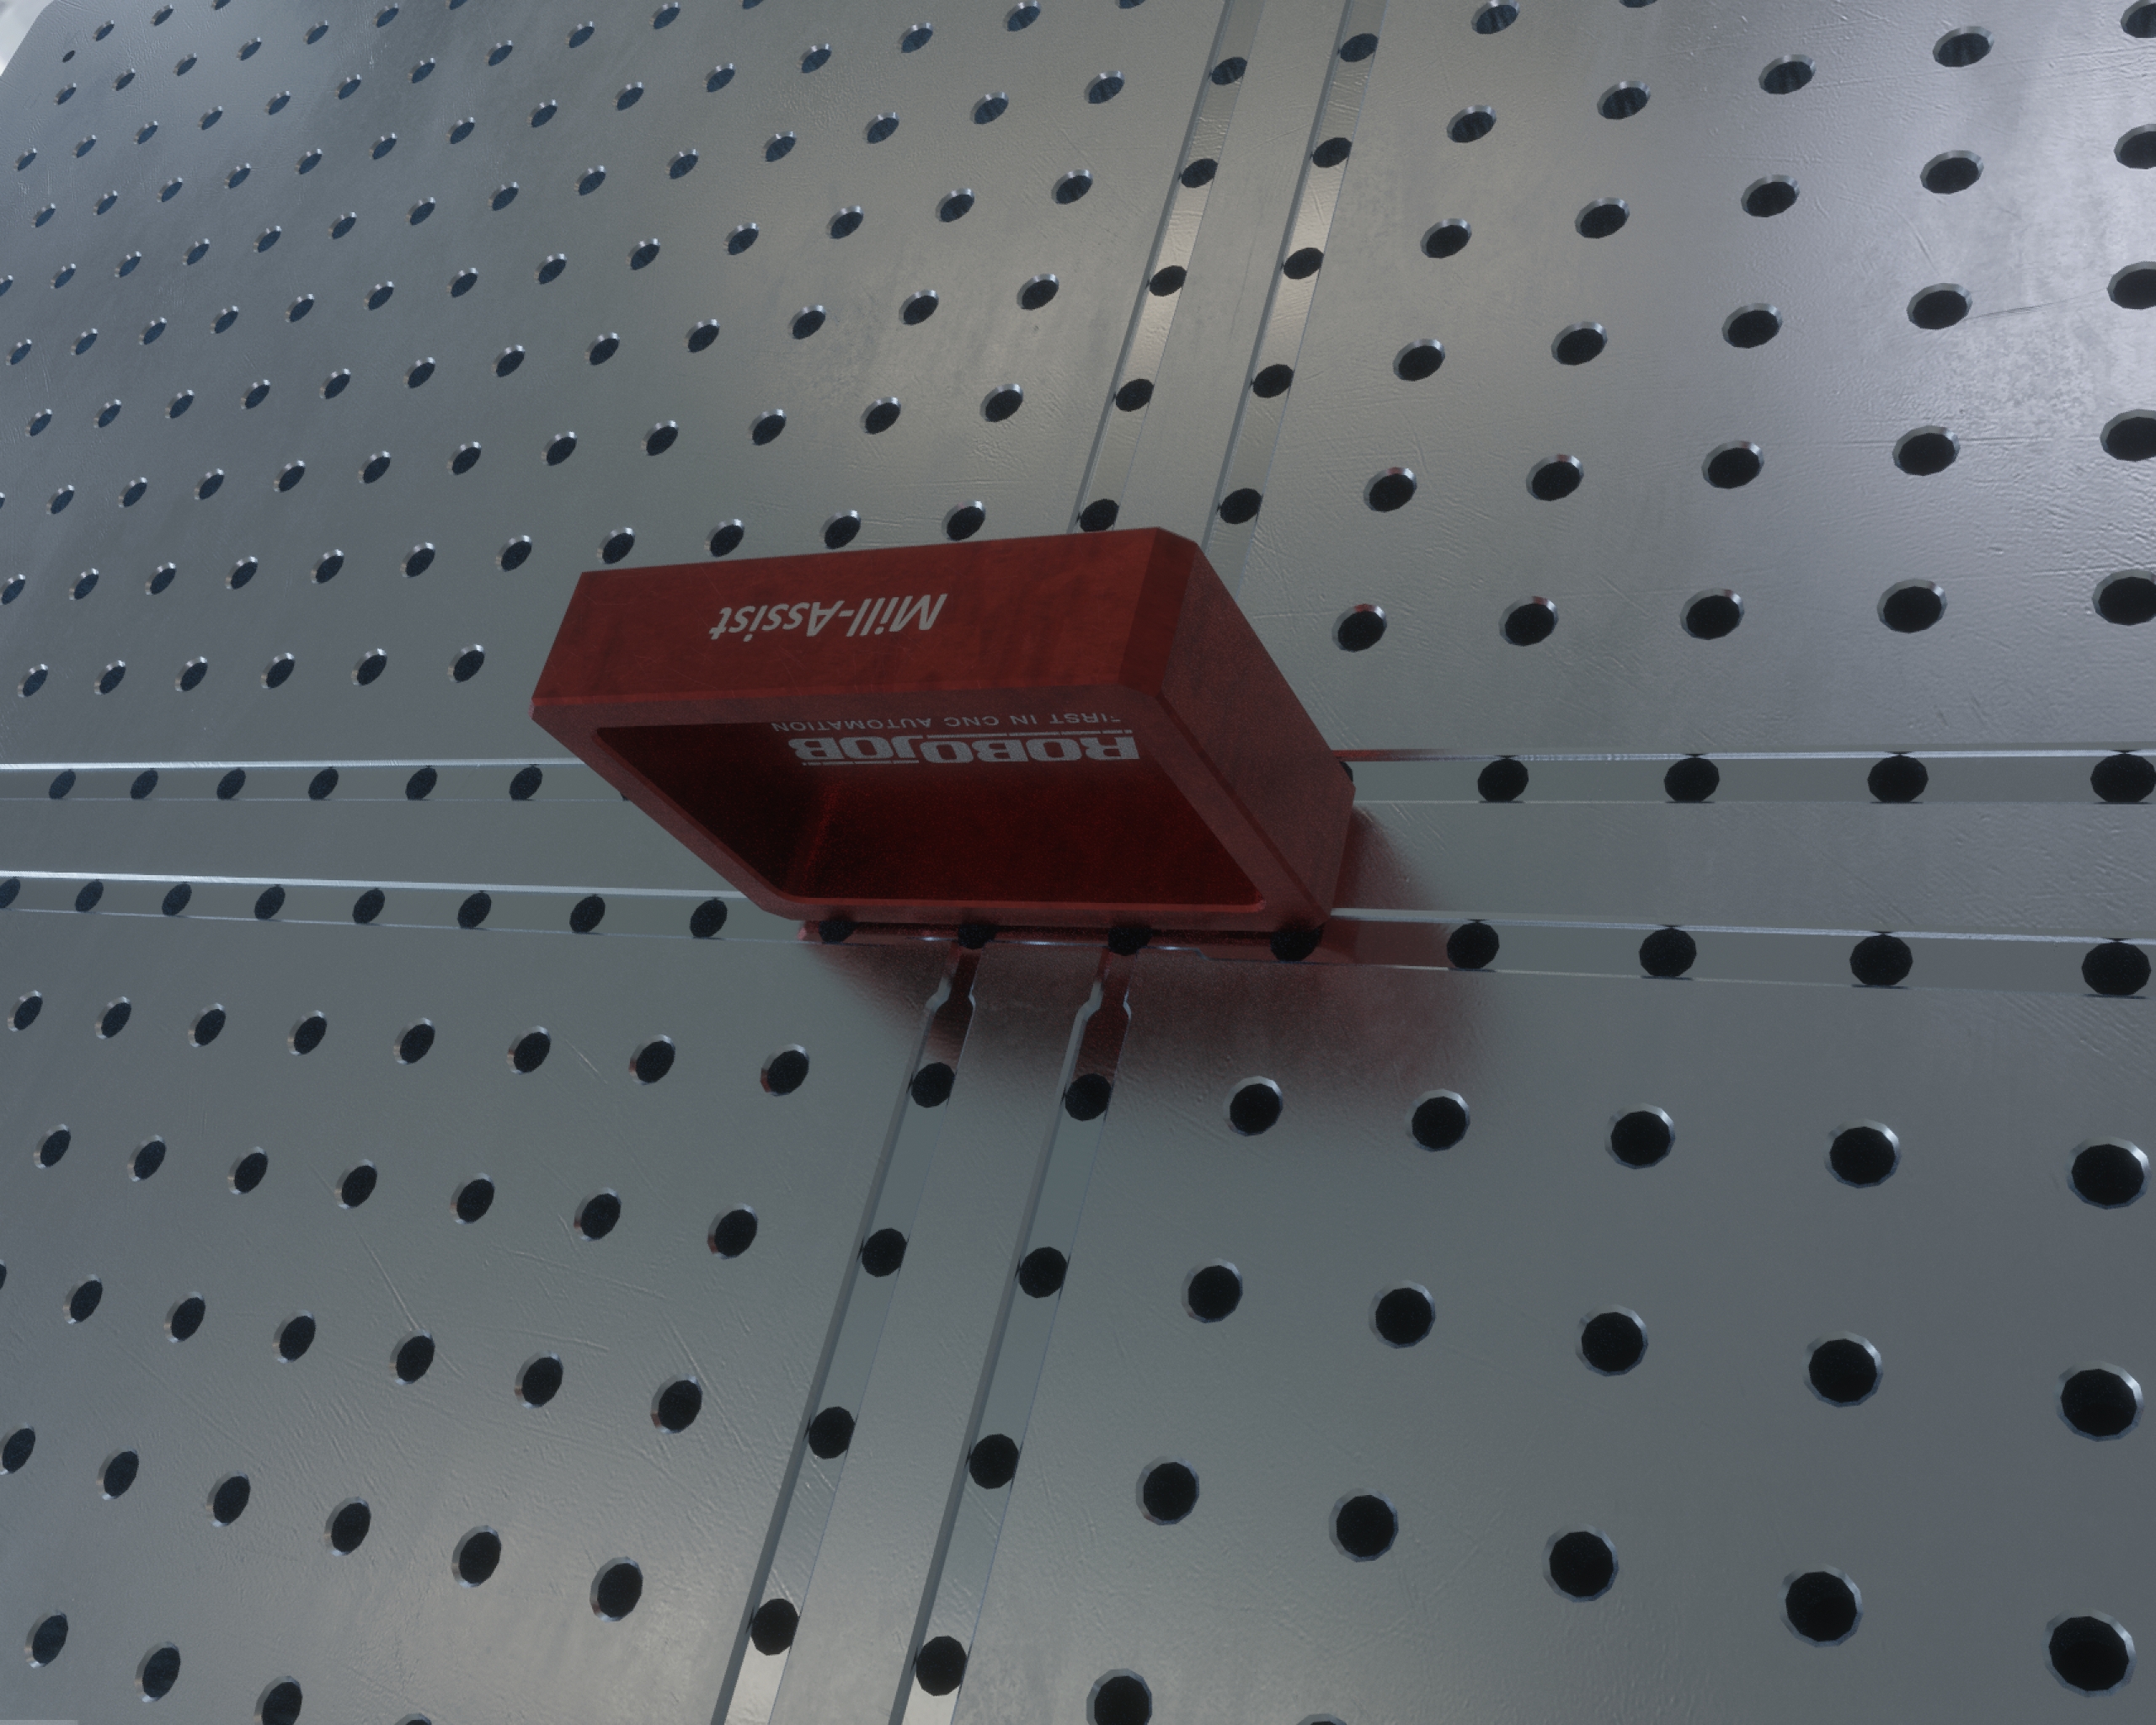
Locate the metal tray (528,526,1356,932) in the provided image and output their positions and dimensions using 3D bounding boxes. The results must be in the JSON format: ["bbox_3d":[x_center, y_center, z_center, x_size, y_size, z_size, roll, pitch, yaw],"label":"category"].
[{"bbox_3d":[-0.024,-0.021,0.393,0.130,0.090,0.030,0,62,28],"label":"metal tray"}]
